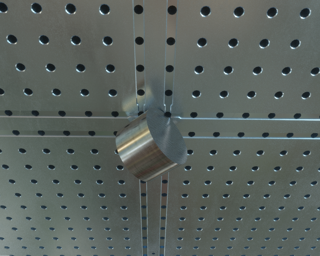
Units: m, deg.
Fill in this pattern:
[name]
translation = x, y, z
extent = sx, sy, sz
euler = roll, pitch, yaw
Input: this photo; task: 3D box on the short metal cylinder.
[short metal cylinder]
translation = -0.009, 0.021, 0.393
extent = 0.050, 0.080, 0.080
euler = -33, 123, 24
